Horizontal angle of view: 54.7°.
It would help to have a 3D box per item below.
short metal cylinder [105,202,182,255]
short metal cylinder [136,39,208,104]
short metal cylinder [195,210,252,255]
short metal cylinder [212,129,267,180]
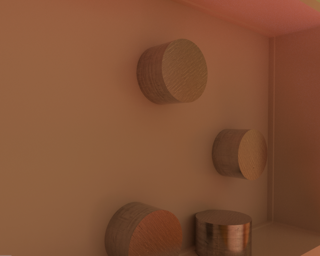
[{"bbox_3d":[-0.019,0.135,0.376,0.081,0.050,0.079,0,90,-40],"label":"short metal cylinder"},{"bbox_3d":[0.017,-0.072,0.406,0.081,0.050,0.079,0,90,-40],"label":"short metal cylinder"},{"bbox_3d":[0.092,0.154,0.451,0.081,0.080,0.050,1,90,-40],"label":"short metal cylinder"},{"bbox_3d":[0.130,0.041,0.502,0.081,0.050,0.079,0,90,-40],"label":"short metal cylinder"}]
